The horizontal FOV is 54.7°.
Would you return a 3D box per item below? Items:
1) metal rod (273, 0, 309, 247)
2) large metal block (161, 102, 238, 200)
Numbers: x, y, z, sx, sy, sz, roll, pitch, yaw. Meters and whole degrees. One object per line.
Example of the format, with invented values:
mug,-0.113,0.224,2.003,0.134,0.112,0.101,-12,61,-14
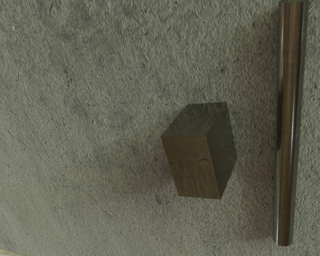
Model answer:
metal rod,0.141,0.017,0.343,0.025,0.025,0.298,5,121,26
large metal block,0.050,0.024,0.360,0.050,0.080,0.080,-2,117,29
